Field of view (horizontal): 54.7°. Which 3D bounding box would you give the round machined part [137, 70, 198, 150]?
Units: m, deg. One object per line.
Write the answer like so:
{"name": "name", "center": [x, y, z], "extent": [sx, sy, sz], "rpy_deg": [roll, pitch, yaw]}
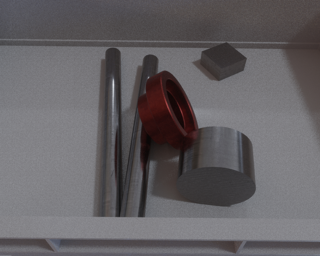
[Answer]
{"name": "round machined part", "center": [0.008, -0.018, 0.382], "extent": [0.042, 0.098, 0.098], "rpy_deg": [-23, 47, 21]}

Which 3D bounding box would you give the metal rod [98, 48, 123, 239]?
{"name": "metal rod", "center": [-0.063, -0.007, 0.409], "extent": [0.025, 0.025, 0.300], "rpy_deg": [-4, 50, -4]}

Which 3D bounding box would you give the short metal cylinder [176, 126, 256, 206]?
{"name": "short metal cylinder", "center": [0.060, 0.043, 0.334], "extent": [0.080, 0.080, 0.050], "rpy_deg": [6, 51, 4]}

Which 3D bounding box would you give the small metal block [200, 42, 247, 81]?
{"name": "small metal block", "center": [0.101, -0.107, 0.497], "extent": [0.050, 0.025, 0.050], "rpy_deg": [-25, 55, -20]}

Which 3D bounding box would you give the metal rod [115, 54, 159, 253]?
{"name": "metal rod", "center": [-0.022, 0.003, 0.392], "extent": [0.025, 0.025, 0.300], "rpy_deg": [2, 47, 1]}
